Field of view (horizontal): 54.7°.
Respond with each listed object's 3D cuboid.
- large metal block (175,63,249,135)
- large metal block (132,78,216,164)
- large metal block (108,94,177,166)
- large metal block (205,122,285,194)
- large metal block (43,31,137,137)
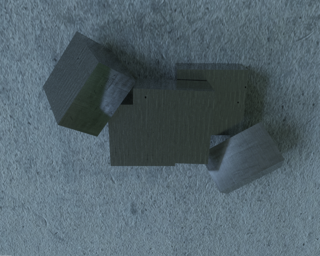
[{"bbox_3d":[0.059,-0.037,0.385,0.081,0.050,0.079,0,110,-1],"label":"large metal block"},{"bbox_3d":[0.012,-0.008,0.339,0.081,0.050,0.079,2,110,-1],"label":"large metal block"},{"bbox_3d":[-0.021,0.002,0.396,0.081,0.050,0.079,0,110,-1],"label":"large metal block"},{"bbox_3d":[0.105,0.042,0.392,0.080,0.080,0.050,-29,70,10],"label":"large metal block"},{"bbox_3d":[-0.084,-0.050,0.355,0.050,0.080,0.080,22,112,-43],"label":"large metal block"}]
